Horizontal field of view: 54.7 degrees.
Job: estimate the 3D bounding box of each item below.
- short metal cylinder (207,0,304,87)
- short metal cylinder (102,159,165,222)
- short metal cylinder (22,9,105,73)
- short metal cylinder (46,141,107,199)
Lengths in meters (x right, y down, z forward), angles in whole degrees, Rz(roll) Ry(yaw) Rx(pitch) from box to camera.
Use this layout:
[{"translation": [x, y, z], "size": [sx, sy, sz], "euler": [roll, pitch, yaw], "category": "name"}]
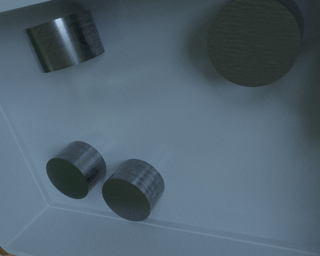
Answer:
[{"translation": [0.090, -0.085, 0.292], "size": [0.080, 0.050, 0.079], "euler": [13, 124, 20], "category": "short metal cylinder"}, {"translation": [-0.040, 0.094, 0.470], "size": [0.080, 0.050, 0.079], "euler": [13, 124, 20], "category": "short metal cylinder"}, {"translation": [-0.112, -0.103, 0.367], "size": [0.080, 0.080, 0.050], "euler": [-4, 117, 29], "category": "short metal cylinder"}, {"translation": [-0.135, 0.068, 0.504], "size": [0.080, 0.050, 0.079], "euler": [13, 124, 20], "category": "short metal cylinder"}]
